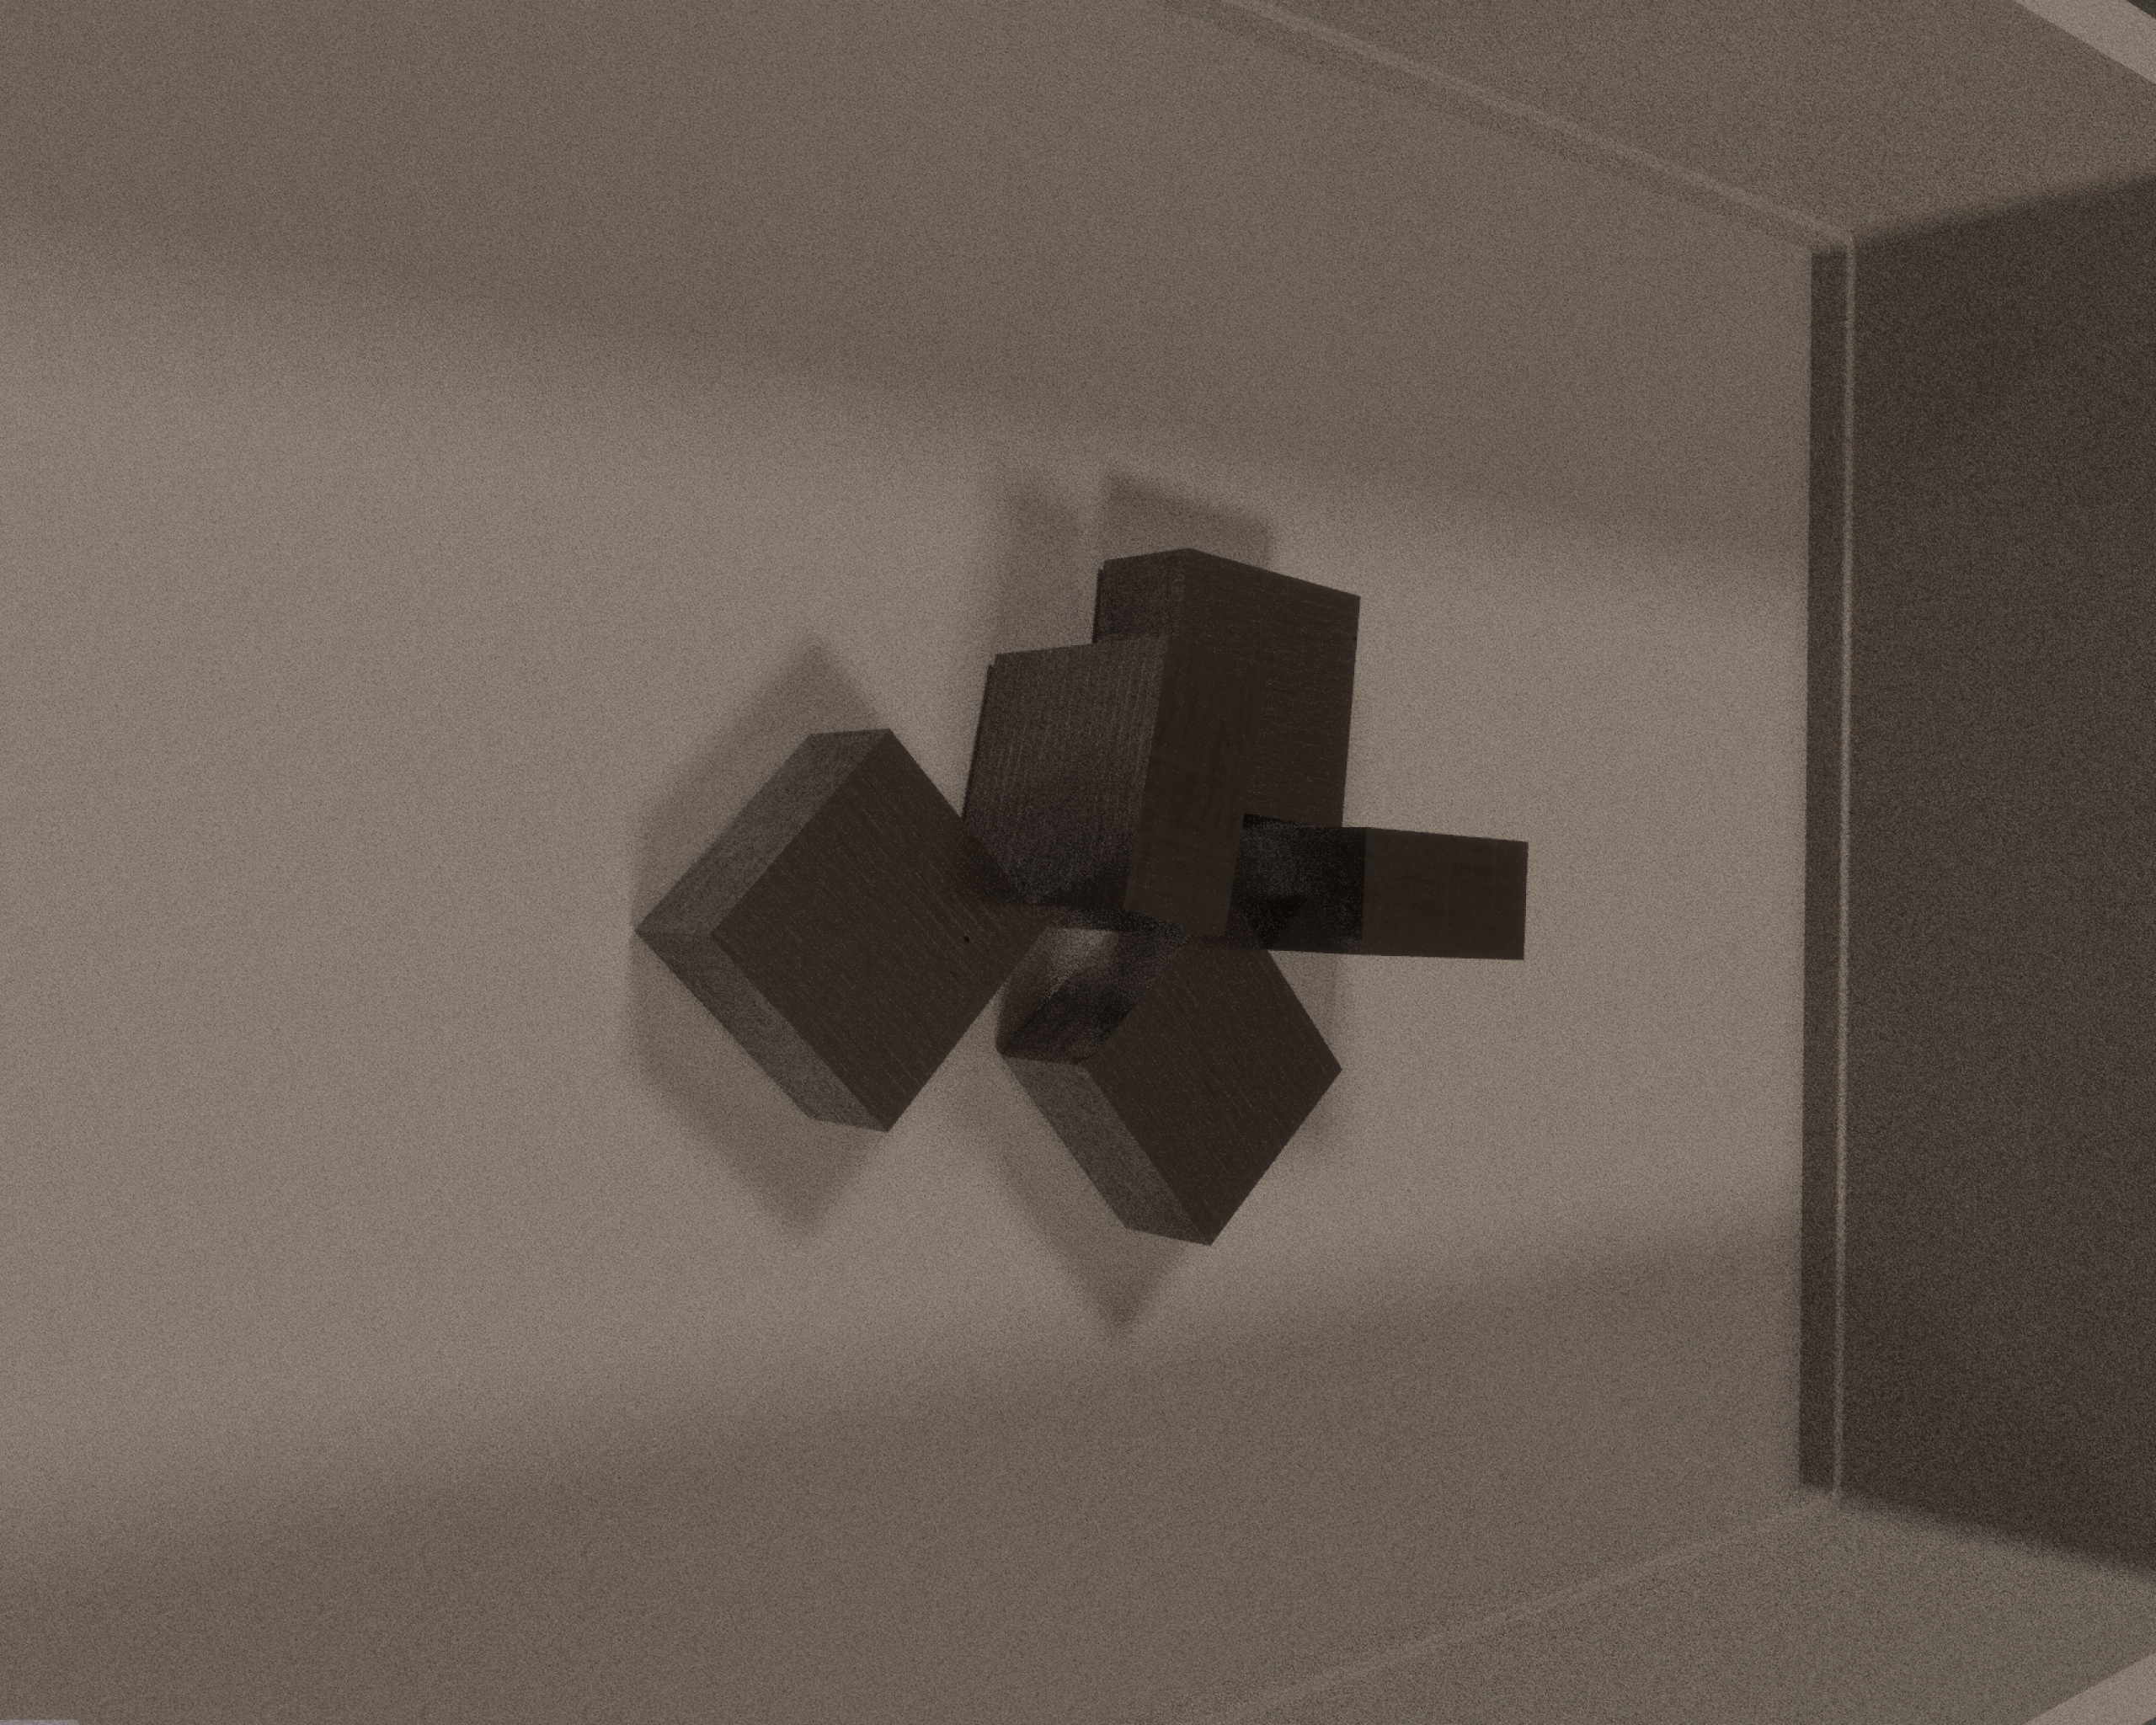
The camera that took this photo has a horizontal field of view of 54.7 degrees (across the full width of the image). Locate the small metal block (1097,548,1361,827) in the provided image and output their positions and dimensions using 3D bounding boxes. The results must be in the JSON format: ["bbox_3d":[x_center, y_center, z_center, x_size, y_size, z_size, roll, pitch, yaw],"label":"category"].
[{"bbox_3d":[0.030,-0.034,0.432,0.050,0.025,0.050,8,85,-40],"label":"small metal block"}]

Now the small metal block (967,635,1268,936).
[{"bbox_3d":[0.005,-0.014,0.394,0.025,0.050,0.050,16,80,-39],"label":"small metal block"}]

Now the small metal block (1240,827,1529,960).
[{"bbox_3d":[0.058,0.007,0.439,0.050,0.050,0.025,4,88,-40],"label":"small metal block"}]

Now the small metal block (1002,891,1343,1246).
[{"bbox_3d":[0.020,0.041,0.423,0.050,0.025,0.050,-48,119,-29],"label":"small metal block"}]

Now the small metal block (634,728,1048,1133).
[{"bbox_3d":[-0.041,0.012,0.372,0.050,0.025,0.050,-53,121,-27],"label":"small metal block"}]
